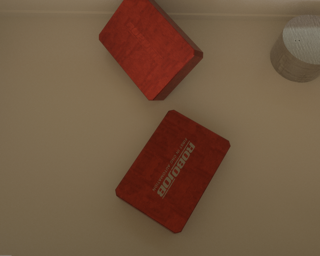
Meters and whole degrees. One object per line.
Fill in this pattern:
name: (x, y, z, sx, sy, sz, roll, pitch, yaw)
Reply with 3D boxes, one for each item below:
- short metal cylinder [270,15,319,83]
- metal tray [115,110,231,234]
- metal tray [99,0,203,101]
short metal cylinder: (0.205, -0.112, 0.440, 0.081, 0.050, 0.080, 0, 70, 0)
metal tray: (0.018, 0.052, 0.388, 0.090, 0.030, 0.130, 31, 73, 10)
metal tray: (-0.016, -0.112, 0.421, 0.090, 0.030, 0.130, -46, 73, 25)
